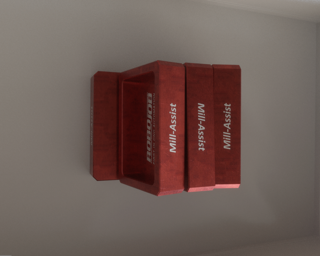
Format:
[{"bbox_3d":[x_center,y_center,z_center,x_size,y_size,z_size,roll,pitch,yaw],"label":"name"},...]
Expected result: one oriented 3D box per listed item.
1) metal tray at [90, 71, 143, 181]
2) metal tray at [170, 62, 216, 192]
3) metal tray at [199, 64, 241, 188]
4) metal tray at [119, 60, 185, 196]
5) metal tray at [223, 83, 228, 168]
[{"bbox_3d":[-0.040,-0.002,0.390,0.091,0.030,0.129,1,90,-20],"label":"metal tray"},{"bbox_3d":[0.026,0.000,0.350,0.030,0.090,0.129,0,88,-20],"label":"metal tray"},{"bbox_3d":[0.065,-0.002,0.363,0.030,0.090,0.129,0,90,-6],"label":"metal tray"},{"bbox_3d":[-0.012,0.000,0.335,0.030,0.090,0.129,0,90,-33],"label":"metal tray"},{"bbox_3d":[0.045,0.000,0.423,0.091,0.030,0.129,1,90,-20],"label":"metal tray"}]
